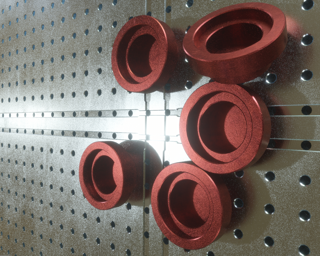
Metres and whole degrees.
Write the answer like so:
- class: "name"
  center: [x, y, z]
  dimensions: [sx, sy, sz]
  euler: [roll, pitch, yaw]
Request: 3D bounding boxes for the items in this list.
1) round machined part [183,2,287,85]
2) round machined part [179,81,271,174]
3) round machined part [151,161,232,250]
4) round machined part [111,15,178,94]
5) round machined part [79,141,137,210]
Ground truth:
- class: "round machined part"
  center: [0.076, -0.082, 0.313]
  dimensions: [0.098, 0.042, 0.098]
  euler: [-14, 44, 14]
- class: "round machined part"
  center: [0.073, -0.001, 0.337]
  dimensions: [0.098, 0.042, 0.097]
  euler: [0, 90, 39]
- class: "round machined part"
  center: [0.040, 0.087, 0.364]
  dimensions: [0.098, 0.042, 0.097]
  euler: [0, 90, 39]
- class: "round machined part"
  center: [-0.016, -0.094, 0.409]
  dimensions: [0.098, 0.042, 0.097]
  euler: [0, 90, 39]
- class: "round machined part"
  center: [-0.072, 0.068, 0.456]
  dimensions: [0.098, 0.042, 0.097]
  euler: [0, 90, 39]
